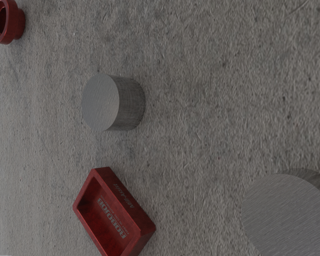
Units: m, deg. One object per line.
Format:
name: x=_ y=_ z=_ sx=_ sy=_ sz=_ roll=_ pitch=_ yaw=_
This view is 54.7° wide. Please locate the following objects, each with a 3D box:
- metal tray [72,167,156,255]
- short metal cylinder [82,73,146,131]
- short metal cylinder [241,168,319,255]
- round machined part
metal tray: x=-0.073 y=0.132 z=0.462 sx=0.130 sy=0.030 sz=0.089 roll=45 pitch=117 yaw=30
short metal cylinder: x=-0.067 y=-0.035 z=0.444 sx=0.080 sy=0.050 sz=0.080 roll=0 pitch=90 yaw=40
short metal cylinder: x=0.124 y=0.079 z=0.286 sx=0.080 sy=0.050 sz=0.080 roll=0 pitch=90 yaw=40
round machined part: x=-0.324 y=-0.227 z=0.661 sx=0.098 sy=0.042 sz=0.097 roll=0 pitch=90 yaw=40
